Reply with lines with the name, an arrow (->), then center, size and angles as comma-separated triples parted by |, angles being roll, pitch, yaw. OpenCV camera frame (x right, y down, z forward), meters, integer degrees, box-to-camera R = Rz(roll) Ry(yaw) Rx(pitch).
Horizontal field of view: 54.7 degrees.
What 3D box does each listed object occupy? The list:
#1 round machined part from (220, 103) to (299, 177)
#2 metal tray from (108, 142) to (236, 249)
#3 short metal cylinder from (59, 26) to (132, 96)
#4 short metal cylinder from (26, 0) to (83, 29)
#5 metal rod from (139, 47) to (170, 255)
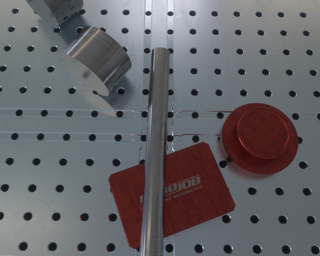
round machined part -> 0.130, 0.011, 0.399 | 0.099, 0.042, 0.098 | 0, 70, 0
metal tray -> 0.013, 0.081, 0.379 | 0.131, 0.030, 0.090 | -19, 71, -7
short metal cylinder -> -0.085, -0.088, 0.414 | 0.080, 0.080, 0.050 | 33, 73, 11
short metal cylinder -> -0.160, -0.194, 0.452 | 0.080, 0.080, 0.050 | 39, 75, 13
metal rod -> -0.005, 0.039, 0.364 | 0.025, 0.025, 0.299 | 2, 70, 1
